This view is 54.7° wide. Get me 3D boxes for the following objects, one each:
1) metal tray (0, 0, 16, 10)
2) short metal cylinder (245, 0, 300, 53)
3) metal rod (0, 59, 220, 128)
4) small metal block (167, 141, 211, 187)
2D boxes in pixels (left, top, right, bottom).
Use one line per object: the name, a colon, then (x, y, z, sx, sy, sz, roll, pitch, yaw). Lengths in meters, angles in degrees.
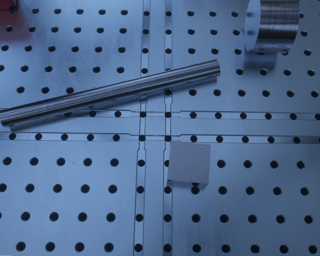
metal tray: (-0.293, -0.209, 0.450, 0.131, 0.090, 0.030, -7, 71, -3)
short metal cylinder: (0.155, -0.147, 0.438, 0.050, 0.080, 0.080, 2, 70, 0)
metal rod: (-0.064, -0.049, 0.428, 0.302, 0.025, 0.025, -14, 71, -6)
small metal block: (0.036, 0.046, 0.395, 0.050, 0.025, 0.050, 6, 70, 1)
